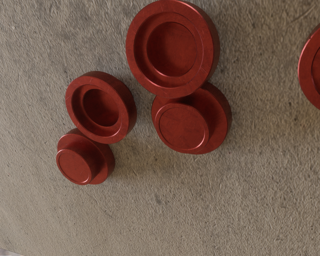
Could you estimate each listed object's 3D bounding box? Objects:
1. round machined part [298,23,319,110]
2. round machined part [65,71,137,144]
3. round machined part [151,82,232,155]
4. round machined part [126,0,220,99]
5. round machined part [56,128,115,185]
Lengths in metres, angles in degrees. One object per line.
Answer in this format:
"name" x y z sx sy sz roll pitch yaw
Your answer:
"round machined part" 0.174 -0.058 0.268 0.098 0.042 0.097 13 124 21
"round machined part" -0.074 -0.031 0.416 0.098 0.042 0.097 13 124 21
"round machined part" 0.033 -0.008 0.373 0.098 0.042 0.097 13 124 21
"round machined part" 0.016 -0.084 0.329 0.098 0.042 0.097 10 114 24
"round machined part" -0.125 0.052 0.494 0.098 0.042 0.097 13 124 21
